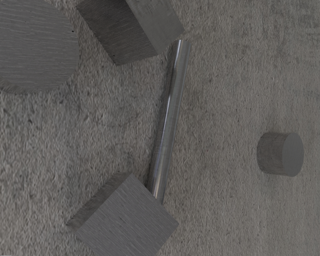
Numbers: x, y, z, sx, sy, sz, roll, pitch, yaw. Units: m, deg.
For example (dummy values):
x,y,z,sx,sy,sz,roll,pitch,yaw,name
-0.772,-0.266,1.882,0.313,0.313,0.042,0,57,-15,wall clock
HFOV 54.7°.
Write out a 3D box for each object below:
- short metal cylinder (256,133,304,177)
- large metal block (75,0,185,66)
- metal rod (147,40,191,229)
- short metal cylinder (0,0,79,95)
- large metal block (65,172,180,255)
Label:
x,y,z,sx,sy,sz,roll,pitch,yaw,name
0.224,0.048,0.576,0.081,0.050,0.080,0,90,-40,short metal cylinder
-0.033,-0.121,0.341,0.050,0.080,0.080,-49,119,-29,large metal block
0.004,0.028,0.408,0.025,0.025,0.299,17,79,-39,metal rod
-0.123,-0.072,0.285,0.081,0.050,0.080,0,90,-40,short metal cylinder
-0.040,0.105,0.338,0.080,0.050,0.080,-46,104,-24,large metal block
